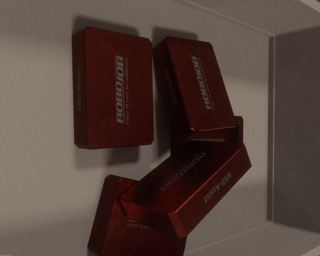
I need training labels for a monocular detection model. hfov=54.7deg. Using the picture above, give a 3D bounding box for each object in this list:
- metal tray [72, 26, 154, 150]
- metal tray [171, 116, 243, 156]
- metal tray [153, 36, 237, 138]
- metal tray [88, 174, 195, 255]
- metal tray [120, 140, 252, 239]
[{"bbox_3d":[-0.052,-0.043,0.361,0.091,0.030,0.129,-2,92,-40],"label":"metal tray"},{"bbox_3d":[0.075,0.025,0.468,0.131,0.030,0.089,1,90,-40],"label":"metal tray"},{"bbox_3d":[0.048,-0.056,0.421,0.091,0.030,0.129,-6,76,-40],"label":"metal tray"},{"bbox_3d":[-0.017,0.116,0.391,0.131,0.030,0.090,21,77,-38],"label":"metal tray"},{"bbox_3d":[0.031,0.060,0.352,0.131,0.090,0.030,-35,112,-35],"label":"metal tray"}]
